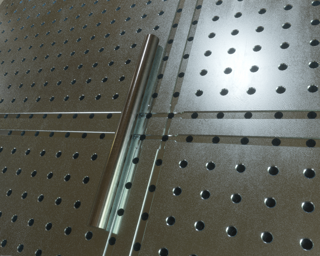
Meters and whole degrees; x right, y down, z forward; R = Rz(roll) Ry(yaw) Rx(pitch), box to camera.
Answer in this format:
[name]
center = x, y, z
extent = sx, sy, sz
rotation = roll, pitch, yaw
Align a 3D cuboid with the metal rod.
[metal rod]
center = -0.045, -0.011, 0.437
extent = 0.025, 0.025, 0.300
rotation = -1, 61, 27
